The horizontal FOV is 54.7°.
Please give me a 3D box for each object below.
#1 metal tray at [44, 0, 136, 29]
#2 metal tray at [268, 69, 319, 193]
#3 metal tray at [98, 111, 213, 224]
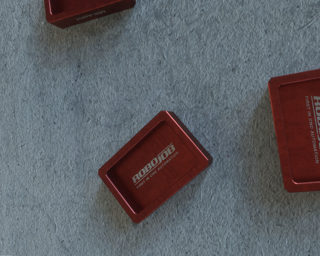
[{"bbox_3d":[-0.105,-0.204,0.443,0.130,0.030,0.089,-9,87,19],"label":"metal tray"},{"bbox_3d":[0.176,0.002,0.343,0.090,0.030,0.129,-9,87,19],"label":"metal tray"},{"bbox_3d":[-0.008,0.051,0.409,0.130,0.030,0.090,-43,77,15],"label":"metal tray"}]
